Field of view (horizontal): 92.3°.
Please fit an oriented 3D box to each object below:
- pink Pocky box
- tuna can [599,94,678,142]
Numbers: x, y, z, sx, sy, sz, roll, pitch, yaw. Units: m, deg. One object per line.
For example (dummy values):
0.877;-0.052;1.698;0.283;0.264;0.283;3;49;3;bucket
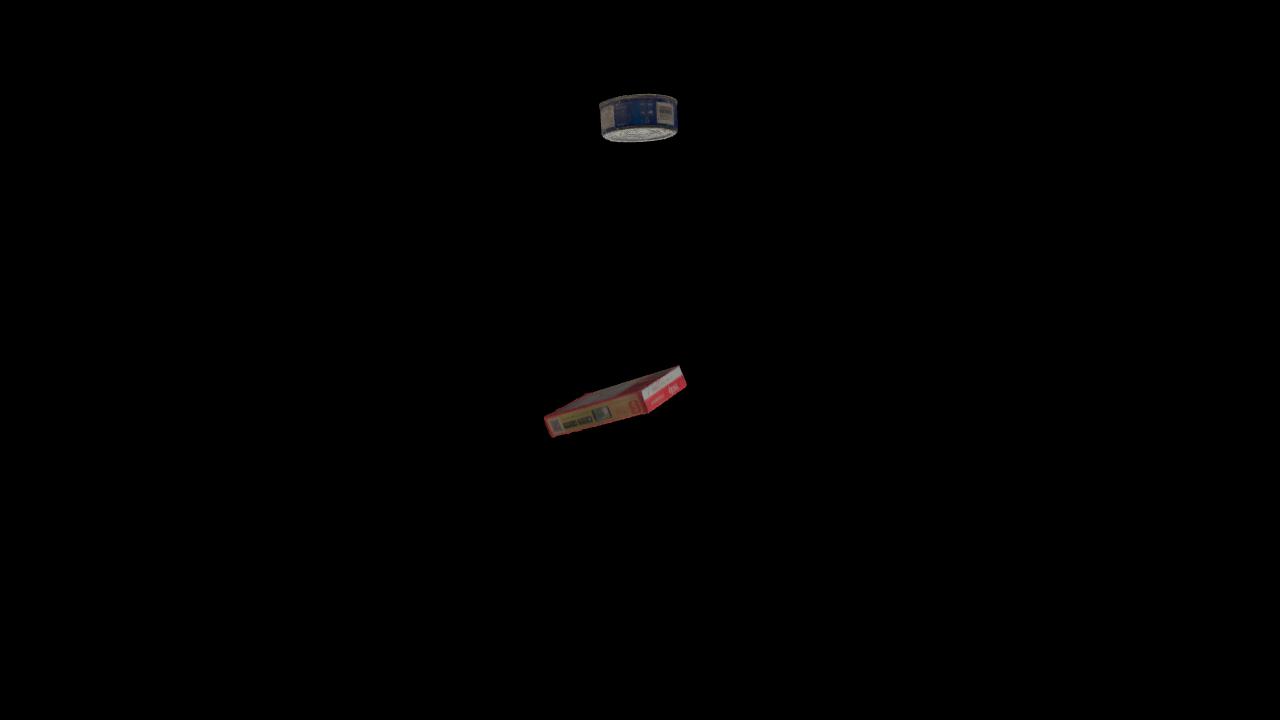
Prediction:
-0.030;0.048;0.701;0.155;0.029;0.084;-18;6;38;pink Pocky box
-0.001;-0.257;0.659;0.084;0.034;0.084;-3;10;1;tuna can
